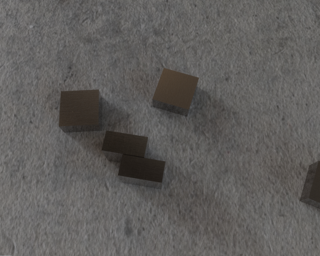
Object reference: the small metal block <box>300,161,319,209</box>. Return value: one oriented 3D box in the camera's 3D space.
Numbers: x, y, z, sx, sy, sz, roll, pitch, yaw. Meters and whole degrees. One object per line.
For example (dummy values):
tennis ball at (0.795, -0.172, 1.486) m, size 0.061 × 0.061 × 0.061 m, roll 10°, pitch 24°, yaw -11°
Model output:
small metal block at (0.209, 0.075, 0.383) m, size 0.050 × 0.025 × 0.050 m, roll 22°, pitch 71°, yaw 7°

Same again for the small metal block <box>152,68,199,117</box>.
small metal block at (0.021, -0.049, 0.426) m, size 0.050 × 0.025 × 0.050 m, roll 17°, pitch 71°, yaw 5°

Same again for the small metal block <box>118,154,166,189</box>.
small metal block at (-0.021, 0.054, 0.375) m, size 0.050 × 0.050 × 0.025 m, roll 9°, pitch 71°, yaw 3°

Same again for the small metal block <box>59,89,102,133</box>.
small metal block at (-0.105, -0.023, 0.415) m, size 0.050 × 0.025 × 0.050 m, roll -3°, pitch 70°, yaw -2°

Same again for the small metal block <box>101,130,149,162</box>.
small metal block at (-0.041, 0.027, 0.385) m, size 0.050 × 0.050 × 0.025 m, roll 9°, pitch 71°, yaw 3°
